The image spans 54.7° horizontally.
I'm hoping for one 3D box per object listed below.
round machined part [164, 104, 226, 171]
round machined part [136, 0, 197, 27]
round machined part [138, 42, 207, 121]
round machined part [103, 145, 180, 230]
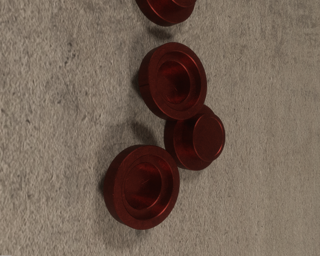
[{"bbox_3d":[0.056,0.013,0.443,0.099,0.042,0.097,0,90,-40],"label":"round machined part"},{"bbox_3d":[0.014,-0.188,0.407,0.099,0.042,0.097,0,90,-40],"label":"round machined part"},{"bbox_3d":[0.012,-0.058,0.403,0.099,0.042,0.097,3,85,-38],"label":"round machined part"},{"bbox_3d":[-0.026,0.068,0.374,0.099,0.042,0.097,0,90,-40],"label":"round machined part"}]
